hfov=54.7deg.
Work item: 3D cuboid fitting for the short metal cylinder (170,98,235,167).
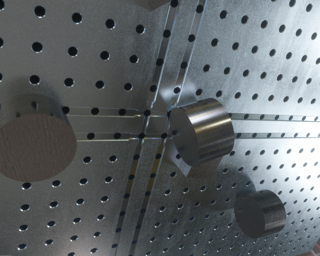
[{"bbox_3d":[0.053,0.005,0.408,0.050,0.080,0.079,-17,125,-19],"label":"short metal cylinder"}]

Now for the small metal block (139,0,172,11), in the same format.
[{"bbox_3d":[-0.001,-0.156,0.314,0.050,0.025,0.050,-31,129,-8],"label":"small metal block"}]

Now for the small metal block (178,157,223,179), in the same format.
[{"bbox_3d":[0.064,0.050,0.477,0.050,0.025,0.050,10,113,-33],"label":"small metal block"}]

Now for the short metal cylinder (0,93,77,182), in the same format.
[{"bbox_3d":[-0.134,0.010,0.328,0.081,0.050,0.079,-14,124,-21],"label":"short metal cylinder"}]

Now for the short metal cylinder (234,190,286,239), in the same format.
[{"bbox_3d":[0.184,0.158,0.574,0.050,0.080,0.079,-5,121,-26],"label":"short metal cylinder"}]
